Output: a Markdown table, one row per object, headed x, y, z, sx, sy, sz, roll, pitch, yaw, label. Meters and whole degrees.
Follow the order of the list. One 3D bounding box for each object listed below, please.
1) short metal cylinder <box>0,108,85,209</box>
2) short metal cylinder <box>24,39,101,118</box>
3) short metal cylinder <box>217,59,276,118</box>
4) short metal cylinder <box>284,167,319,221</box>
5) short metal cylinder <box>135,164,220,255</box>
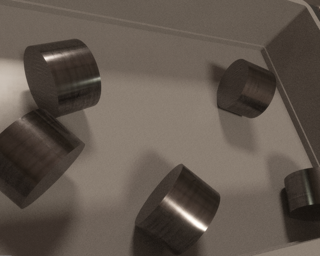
| x | y | z | sx | sy | sz | roll | pitch | yaw | label |
| --- | --- | --- | --- | --- | --- | --- | --- | --- | --- |
| -0.118 | 0.028 | 0.291 | 0.050 | 0.080 | 0.080 | 42 | 51 | 0 | short metal cylinder |
| -0.110 | -0.055 | 0.346 | 0.050 | 0.080 | 0.080 | -23 | 75 | -37 | short metal cylinder |
| 0.132 | -0.060 | 0.481 | 0.050 | 0.080 | 0.080 | 18 | 55 | -18 | short metal cylinder |
| 0.221 | 0.095 | 0.434 | 0.081 | 0.080 | 0.050 | 17 | 55 | -19 | short metal cylinder |
| 0.018 | 0.085 | 0.330 | 0.050 | 0.080 | 0.080 | 39 | 51 | -2 | short metal cylinder |
